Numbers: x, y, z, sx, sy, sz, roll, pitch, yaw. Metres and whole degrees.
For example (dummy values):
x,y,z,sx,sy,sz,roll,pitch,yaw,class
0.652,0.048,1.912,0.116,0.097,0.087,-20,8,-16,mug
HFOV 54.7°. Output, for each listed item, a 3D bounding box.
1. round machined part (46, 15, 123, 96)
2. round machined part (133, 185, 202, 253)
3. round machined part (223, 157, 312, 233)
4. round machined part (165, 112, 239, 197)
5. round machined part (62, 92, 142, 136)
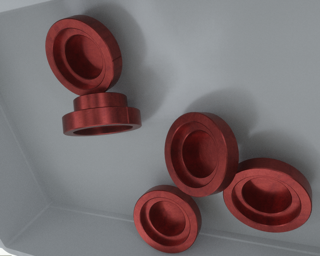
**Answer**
x,y,z,sx,sy,sz,roll,pitch,yaw,class
-0.089,-0.091,0.387,0.098,0.042,0.097,13,124,20,round machined part
0.014,0.129,0.458,0.098,0.042,0.097,5,104,21,round machined part
0.130,0.076,0.375,0.098,0.042,0.097,12,124,19,round machined part
0.053,0.030,0.368,0.098,0.042,0.097,1,92,49,round machined part
-0.075,-0.018,0.398,0.098,0.099,0.042,-12,82,33,round machined part
